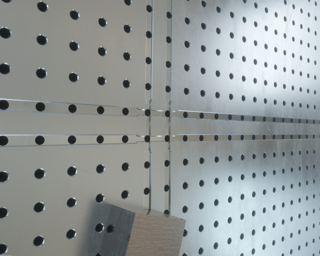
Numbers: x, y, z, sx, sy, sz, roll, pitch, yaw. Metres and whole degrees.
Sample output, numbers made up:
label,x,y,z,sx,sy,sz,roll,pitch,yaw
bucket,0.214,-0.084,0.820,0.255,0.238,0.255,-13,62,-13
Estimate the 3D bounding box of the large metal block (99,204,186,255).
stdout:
label,x,y,z,sx,sy,sz,roll,pitch,yaw
large metal block,-0.022,0.142,0.374,0.080,0.050,0.080,21,77,-38
